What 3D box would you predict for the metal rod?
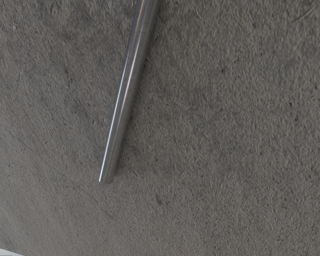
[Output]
[{"bbox_3d":[-0.049,-0.030,0.414,0.025,0.025,0.298,28,128,11],"label":"metal rod"}]
